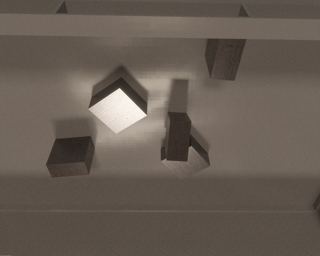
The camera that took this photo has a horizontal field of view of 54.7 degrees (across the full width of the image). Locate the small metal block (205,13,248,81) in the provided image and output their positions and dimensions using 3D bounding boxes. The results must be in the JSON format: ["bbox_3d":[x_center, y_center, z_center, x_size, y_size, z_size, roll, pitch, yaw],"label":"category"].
[{"bbox_3d":[0.067,-0.085,0.322,0.025,0.050,0.050,4,130,-4],"label":"small metal block"}]

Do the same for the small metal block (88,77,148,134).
[{"bbox_3d":[-0.051,-0.027,0.385,0.050,0.025,0.050,-30,125,22],"label":"small metal block"}]

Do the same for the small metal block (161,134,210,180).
[{"bbox_3d":[0.036,0.042,0.446,0.050,0.025,0.050,-29,125,22],"label":"small metal block"}]

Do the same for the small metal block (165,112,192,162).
[{"bbox_3d":[0.022,0.010,0.390,0.025,0.050,0.050,4,104,-3],"label":"small metal block"}]

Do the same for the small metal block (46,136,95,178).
[{"bbox_3d":[-0.121,0.039,0.424,0.050,0.050,0.025,-5,130,3],"label":"small metal block"}]
